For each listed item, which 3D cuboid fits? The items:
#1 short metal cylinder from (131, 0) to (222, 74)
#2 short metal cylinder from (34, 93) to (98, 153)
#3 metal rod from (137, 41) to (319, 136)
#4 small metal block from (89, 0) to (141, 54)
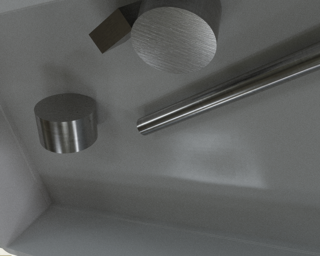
[{"bbox_3d":[0.017,-0.099,0.301,0.080,0.050,0.080,9,148,6],"label":"short metal cylinder"},{"bbox_3d":[-0.130,-0.008,0.434,0.080,0.080,0.050,16,125,18],"label":"short metal cylinder"},{"bbox_3d":[0.092,-0.046,0.331,0.300,0.025,0.025,-21,107,35],"label":"metal rod"},{"bbox_3d":[-0.042,-0.112,0.344,0.050,0.050,0.025,-26,104,37],"label":"small metal block"}]
